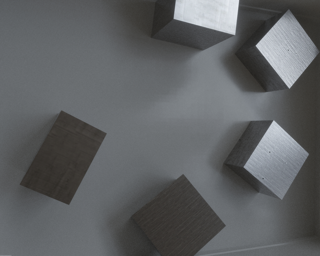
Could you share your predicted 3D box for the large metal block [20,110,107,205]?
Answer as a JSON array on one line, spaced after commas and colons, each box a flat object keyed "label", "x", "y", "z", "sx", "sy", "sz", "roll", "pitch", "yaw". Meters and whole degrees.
[{"label": "large metal block", "x": -0.107, "y": 0.029, "z": 0.342, "sx": 0.050, "sy": 0.080, "sz": 0.080, "roll": 29, "pitch": 81, "yaw": -18}]

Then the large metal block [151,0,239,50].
[{"label": "large metal block", "x": 0.042, "y": -0.141, "z": 0.396, "sx": 0.081, "sy": 0.080, "sz": 0.050, "roll": 8, "pitch": 88, "yaw": -20}]

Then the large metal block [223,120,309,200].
[{"label": "large metal block", "x": 0.156, "y": 0.045, "z": 0.454, "sx": 0.080, "sy": 0.050, "sz": 0.080, "roll": 40, "pitch": 77, "yaw": -16}]

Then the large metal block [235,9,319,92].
[{"label": "large metal block", "x": 0.174, "y": -0.112, "z": 0.461, "sx": 0.080, "sy": 0.050, "sz": 0.080, "roll": 46, "pitch": 76, "yaw": -14}]

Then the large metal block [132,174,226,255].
[{"label": "large metal block", "x": 0.020, "y": 0.118, "z": 0.391, "sx": 0.080, "sy": 0.050, "sz": 0.080, "roll": -37, "pitch": 80, "yaw": -16}]
